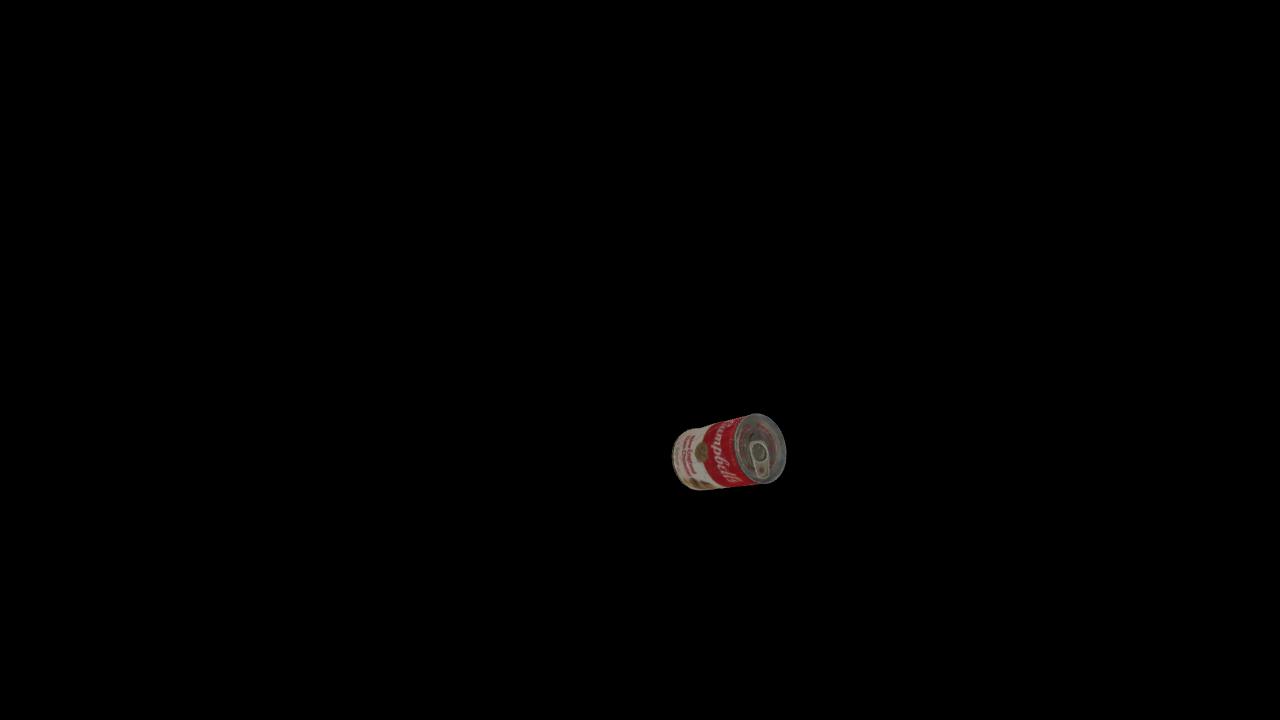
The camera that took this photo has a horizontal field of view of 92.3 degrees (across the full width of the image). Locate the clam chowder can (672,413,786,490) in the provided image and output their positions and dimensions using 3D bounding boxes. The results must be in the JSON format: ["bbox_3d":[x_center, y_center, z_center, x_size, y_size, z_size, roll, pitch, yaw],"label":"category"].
[{"bbox_3d":[0.088,0.095,0.623,0.068,0.068,0.102,0,-14,-34],"label":"clam chowder can"}]
